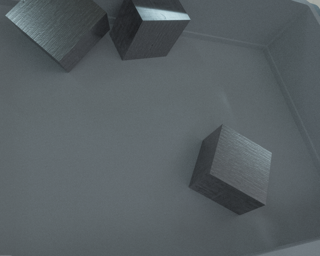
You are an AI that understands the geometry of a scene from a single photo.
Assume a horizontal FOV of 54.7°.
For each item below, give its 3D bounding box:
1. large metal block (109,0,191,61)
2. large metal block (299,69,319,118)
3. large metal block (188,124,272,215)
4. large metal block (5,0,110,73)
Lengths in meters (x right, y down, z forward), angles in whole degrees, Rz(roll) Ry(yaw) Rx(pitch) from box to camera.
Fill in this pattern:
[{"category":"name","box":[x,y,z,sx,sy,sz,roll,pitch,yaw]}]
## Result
[{"category":"large metal block","box":[-0.017,-0.146,0.451,0.081,0.080,0.050,-15,70,-34]},{"category":"large metal block","box":[0.334,-0.075,0.598,0.050,0.080,0.080,-7,65,-31]},{"category":"large metal block","box":[0.094,0.055,0.406,0.080,0.050,0.080,30,52,-9]},{"category":"large metal block","box":[-0.121,-0.129,0.381,0.080,0.050,0.080,41,83,-1]}]
